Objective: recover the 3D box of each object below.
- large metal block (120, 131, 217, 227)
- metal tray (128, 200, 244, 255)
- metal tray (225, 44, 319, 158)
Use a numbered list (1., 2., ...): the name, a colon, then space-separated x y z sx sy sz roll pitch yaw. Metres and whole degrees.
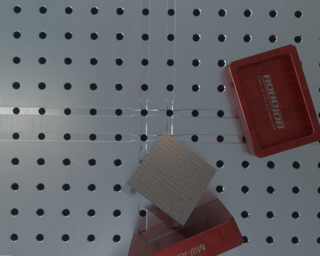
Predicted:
1. large metal block: 0.010 0.065 0.387 0.080 0.050 0.080 37 66 0
2. metal tray: 0.027 0.137 0.381 0.131 0.090 0.030 -23 91 0
3. metal tray: 0.149 -0.035 0.411 0.090 0.030 0.129 -17 90 0
